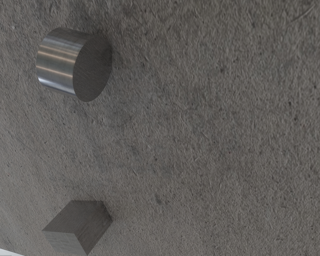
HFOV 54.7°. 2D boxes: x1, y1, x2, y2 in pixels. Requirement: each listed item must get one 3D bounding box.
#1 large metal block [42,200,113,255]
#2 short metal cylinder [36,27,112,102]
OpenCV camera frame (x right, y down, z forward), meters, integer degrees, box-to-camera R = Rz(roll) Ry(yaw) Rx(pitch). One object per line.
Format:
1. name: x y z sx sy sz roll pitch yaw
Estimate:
1. large metal block: -0.147 0.177 0.558 0.080 0.080 0.050 -7 115 31
2. short metal cylinder: -0.102 -0.077 0.377 0.050 0.080 0.079 19 126 17
